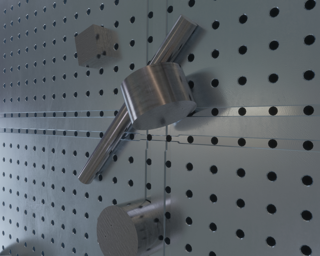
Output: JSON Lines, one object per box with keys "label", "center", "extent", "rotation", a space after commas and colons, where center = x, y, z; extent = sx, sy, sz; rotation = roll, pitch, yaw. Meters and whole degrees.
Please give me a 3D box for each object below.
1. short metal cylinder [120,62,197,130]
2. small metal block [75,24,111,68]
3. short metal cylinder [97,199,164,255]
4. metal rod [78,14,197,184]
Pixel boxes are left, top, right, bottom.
{"label": "short metal cylinder", "center": [-0.002, -0.036, 0.375], "extent": [0.080, 0.081, 0.050], "rotation": [-31, 70, 36]}
{"label": "small metal block", "center": [-0.109, -0.131, 0.499], "extent": [0.050, 0.025, 0.050], "rotation": [-18, 79, 38]}
{"label": "short metal cylinder", "center": [-0.042, 0.143, 0.428], "extent": [0.080, 0.050, 0.079], "rotation": [0, 90, 40]}
{"label": "metal rod", "center": [-0.044, -0.025, 0.445], "extent": [0.025, 0.025, 0.298], "rotation": [51, 120, 27]}
